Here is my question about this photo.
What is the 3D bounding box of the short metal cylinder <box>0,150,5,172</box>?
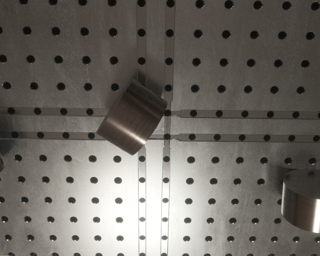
[{"bbox_3d":[-0.248,0.038,0.395,0.080,0.080,0.050,-8,110,2],"label":"short metal cylinder"}]

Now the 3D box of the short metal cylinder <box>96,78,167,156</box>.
[{"bbox_3d":[-0.035,-0.013,0.379,0.050,0.080,0.080,34,106,-12],"label":"short metal cylinder"}]

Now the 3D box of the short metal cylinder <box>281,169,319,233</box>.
[{"bbox_3d":[0.210,0.097,0.423,0.081,0.080,0.050,-4,110,1],"label":"short metal cylinder"}]
